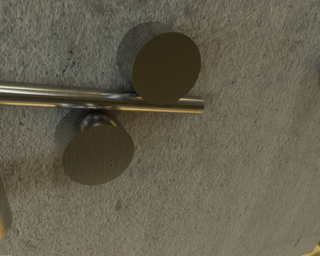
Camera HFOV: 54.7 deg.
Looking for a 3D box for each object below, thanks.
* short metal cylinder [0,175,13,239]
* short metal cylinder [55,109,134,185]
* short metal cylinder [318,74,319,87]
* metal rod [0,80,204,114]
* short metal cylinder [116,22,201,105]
[{"bbox_3d":[-0.199,0.083,0.314,0.081,0.080,0.050,-12,124,-22],"label":"short metal cylinder"},{"bbox_3d":[-0.077,0.020,0.361,0.081,0.050,0.079,-14,124,-21],"label":"short metal cylinder"},{"bbox_3d":[0.293,-0.088,0.477,0.081,0.080,0.050,-17,125,-19],"label":"short metal cylinder"},{"bbox_3d":[-0.080,-0.033,0.342,0.303,0.025,0.025,1,118,-29],"label":"metal rod"},{"bbox_3d":[-0.002,-0.072,0.345,0.081,0.050,0.079,-14,124,-21],"label":"short metal cylinder"}]
